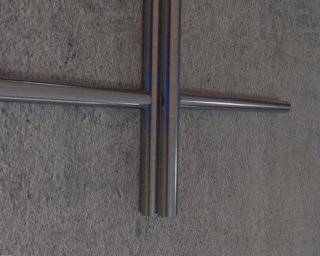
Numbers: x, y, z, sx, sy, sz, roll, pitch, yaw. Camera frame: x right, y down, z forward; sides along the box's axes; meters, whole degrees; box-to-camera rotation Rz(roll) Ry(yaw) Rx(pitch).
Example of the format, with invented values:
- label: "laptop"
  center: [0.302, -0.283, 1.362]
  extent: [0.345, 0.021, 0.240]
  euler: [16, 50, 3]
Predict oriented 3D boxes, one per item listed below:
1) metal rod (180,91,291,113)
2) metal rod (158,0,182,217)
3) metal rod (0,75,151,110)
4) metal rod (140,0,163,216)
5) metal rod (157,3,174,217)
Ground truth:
- label: "metal rod"
  center: [0.135, -0.040, 0.522]
  extent: [0.302, 0.025, 0.025]
  euler: [-1, 91, -40]
- label: "metal rod"
  center: [0.013, -0.040, 0.392]
  extent: [0.025, 0.025, 0.298]
  euler: [2, 89, -40]
- label: "metal rod"
  center: [-0.134, -0.036, 0.294]
  extent: [0.302, 0.025, 0.025]
  euler: [0, 90, -40]
- label: "metal rod"
  center: [-0.010, -0.039, 0.401]
  extent: [0.025, 0.025, 0.298]
  euler: [2, 89, -40]
- label: "metal rod"
  center: [0.009, -0.033, 0.417]
  extent: [0.025, 0.025, 0.298]
  euler: [2, 89, -40]
